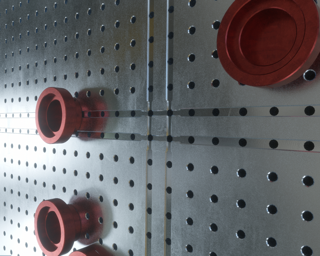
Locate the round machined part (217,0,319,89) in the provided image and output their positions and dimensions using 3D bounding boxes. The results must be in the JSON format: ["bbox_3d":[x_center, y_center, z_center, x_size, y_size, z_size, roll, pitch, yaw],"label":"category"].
[{"bbox_3d":[0.110,-0.088,0.308,0.098,0.042,0.097,0,90,40],"label":"round machined part"}]

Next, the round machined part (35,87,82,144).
[{"bbox_3d":[-0.175,-0.021,0.544,0.098,0.042,0.097,0,90,40],"label":"round machined part"}]

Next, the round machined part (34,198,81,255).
[{"bbox_3d":[-0.177,0.172,0.547,0.098,0.042,0.097,0,90,40],"label":"round machined part"}]

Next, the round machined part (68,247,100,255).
[{"bbox_3d":[-0.129,0.251,0.507,0.098,0.042,0.097,0,90,40],"label":"round machined part"}]
